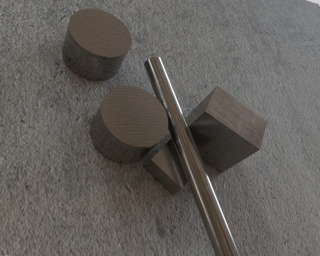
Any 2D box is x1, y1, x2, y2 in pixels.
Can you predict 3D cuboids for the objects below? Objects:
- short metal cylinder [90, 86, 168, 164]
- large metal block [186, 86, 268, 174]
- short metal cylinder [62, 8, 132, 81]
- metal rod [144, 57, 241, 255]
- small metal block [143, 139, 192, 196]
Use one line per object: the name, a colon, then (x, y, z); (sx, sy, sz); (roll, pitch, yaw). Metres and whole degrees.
short metal cylinder: (-0.037, -0.003, 0.369); (0.081, 0.050, 0.080); (14, 56, -21)
large metal block: (0.078, 0.005, 0.408); (0.080, 0.080, 0.050); (35, 51, -6)
short metal cylinder: (-0.084, -0.109, 0.409); (0.081, 0.050, 0.080); (14, 56, -21)
metal rod: (0.038, 0.043, 0.366); (0.025, 0.025, 0.299); (-7, 65, -31)
small metal block: (0.017, 0.046, 0.385); (0.050, 0.025, 0.050); (44, 51, 2)
